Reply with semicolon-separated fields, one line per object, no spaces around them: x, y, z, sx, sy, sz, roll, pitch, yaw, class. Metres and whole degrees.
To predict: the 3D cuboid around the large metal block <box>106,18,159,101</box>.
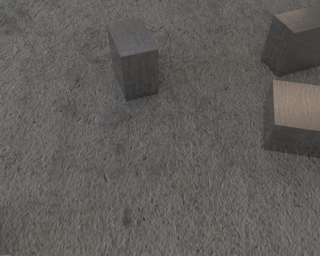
-0.039;-0.099;0.451;0.050;0.080;0.080;-15;52;-12;large metal block

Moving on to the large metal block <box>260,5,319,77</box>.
0.214;-0.134;0.481;0.081;0.080;0.050;-16;52;-13;large metal block

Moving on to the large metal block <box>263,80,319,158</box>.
0.181;-0.012;0.398;0.080;0.050;0.080;9;51;7;large metal block
